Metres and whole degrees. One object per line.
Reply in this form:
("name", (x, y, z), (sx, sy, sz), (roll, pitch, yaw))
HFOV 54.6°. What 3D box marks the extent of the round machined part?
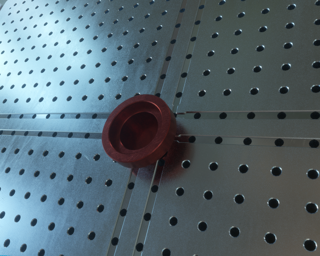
("round machined part", (-0.023, 0.008, 0.406), (0.098, 0.042, 0.098), (-13, 56, 21))
